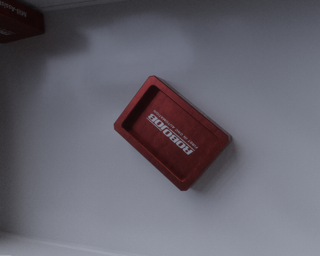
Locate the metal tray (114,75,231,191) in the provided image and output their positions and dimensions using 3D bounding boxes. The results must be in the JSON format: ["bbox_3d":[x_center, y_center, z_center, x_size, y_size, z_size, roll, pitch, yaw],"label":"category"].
[{"bbox_3d":[0.014,0.005,0.402,0.130,0.030,0.090,41,103,15],"label":"metal tray"}]

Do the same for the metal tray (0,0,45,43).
[{"bbox_3d":[-0.244,-0.159,0.441,0.090,0.130,0.030,-6,88,20],"label":"metal tray"}]
